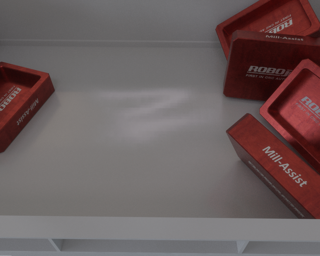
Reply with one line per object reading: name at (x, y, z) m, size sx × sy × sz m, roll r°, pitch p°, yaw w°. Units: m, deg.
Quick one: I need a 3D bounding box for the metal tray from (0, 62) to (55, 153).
metal tray at (-0.221, -0.034, 0.428) m, size 0.090 × 0.030 × 0.130 m, roll 15°, pitch 52°, yaw 12°

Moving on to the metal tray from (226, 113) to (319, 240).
metal tray at (0.129, 0.051, 0.317) m, size 0.030 × 0.090 × 0.130 m, roll -41°, pitch 57°, yaw 1°

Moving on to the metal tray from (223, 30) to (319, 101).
metal tray at (0.160, -0.082, 0.429) m, size 0.131 × 0.089 × 0.030 m, roll 7°, pitch 38°, yaw 6°

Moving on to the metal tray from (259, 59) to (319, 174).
metal tray at (0.195, -0.010, 0.371) m, size 0.030 × 0.089 × 0.130 m, roll 6°, pitch 39°, yaw -43°

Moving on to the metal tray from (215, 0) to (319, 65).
metal tray at (0.157, -0.143, 0.460) m, size 0.130 × 0.030 × 0.090 m, roll -25°, pitch 66°, yaw 26°
